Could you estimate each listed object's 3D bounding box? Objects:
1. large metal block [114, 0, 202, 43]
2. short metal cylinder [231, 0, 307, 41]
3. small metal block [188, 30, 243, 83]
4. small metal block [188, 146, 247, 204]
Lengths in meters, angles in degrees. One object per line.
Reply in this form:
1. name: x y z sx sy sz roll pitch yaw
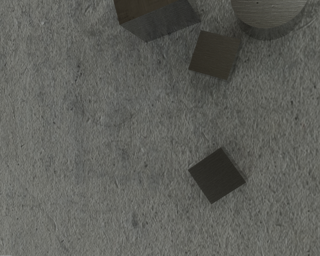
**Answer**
1. large metal block: -0.002 -0.152 0.380 0.080 0.080 0.050 -16 85 19
2. short metal cylinder: 0.124 -0.146 0.352 0.080 0.050 0.080 0 90 20
3. small metal block: 0.069 -0.088 0.385 0.050 0.025 0.050 20 97 18
4. small metal block: 0.072 0.058 0.384 0.050 0.025 0.050 -37 78 16
